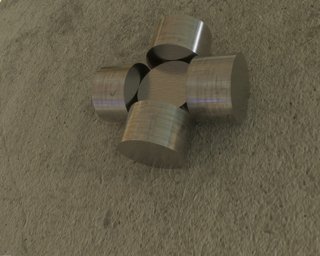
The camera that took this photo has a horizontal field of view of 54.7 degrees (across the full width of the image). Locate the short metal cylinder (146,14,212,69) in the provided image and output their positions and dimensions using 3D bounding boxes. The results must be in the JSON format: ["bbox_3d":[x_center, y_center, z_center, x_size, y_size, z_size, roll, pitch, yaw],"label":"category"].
[{"bbox_3d":[0.026,-0.105,0.419,0.080,0.080,0.050,2,63,28],"label":"short metal cylinder"}]

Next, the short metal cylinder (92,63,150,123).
[{"bbox_3d":[-0.046,-0.047,0.422,0.050,0.080,0.080,2,63,29],"label":"short metal cylinder"}]

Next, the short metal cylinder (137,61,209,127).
[{"bbox_3d":[0.018,-0.040,0.404,0.080,0.050,0.080,-13,56,20],"label":"short metal cylinder"}]

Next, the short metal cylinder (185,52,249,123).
[{"bbox_3d":[0.069,-0.046,0.361,0.050,0.080,0.080,2,63,29],"label":"short metal cylinder"}]

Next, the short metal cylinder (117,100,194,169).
[{"bbox_3d":[-0.004,0.010,0.364,0.080,0.080,0.050,0,62,28],"label":"short metal cylinder"}]
